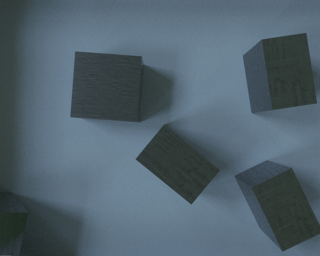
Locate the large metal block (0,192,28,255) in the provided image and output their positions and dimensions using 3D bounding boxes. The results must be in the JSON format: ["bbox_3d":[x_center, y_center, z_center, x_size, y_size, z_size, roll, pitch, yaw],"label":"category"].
[{"bbox_3d":[-0.205,0.128,0.375,0.050,0.080,0.080,12,90,-38],"label":"large metal block"}]

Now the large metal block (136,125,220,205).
[{"bbox_3d":[0.020,0.041,0.384,0.080,0.080,0.050,39,90,0],"label":"large metal block"}]

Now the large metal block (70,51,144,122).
[{"bbox_3d":[-0.065,-0.050,0.398,0.080,0.050,0.080,4,90,0],"label":"large metal block"}]

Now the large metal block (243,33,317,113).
[{"bbox_3d":[0.144,-0.063,0.385,0.050,0.080,0.080,-9,90,0],"label":"large metal block"}]

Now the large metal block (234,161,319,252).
[{"bbox_3d":[0.142,0.091,0.385,0.050,0.080,0.080,-26,90,0],"label":"large metal block"}]
